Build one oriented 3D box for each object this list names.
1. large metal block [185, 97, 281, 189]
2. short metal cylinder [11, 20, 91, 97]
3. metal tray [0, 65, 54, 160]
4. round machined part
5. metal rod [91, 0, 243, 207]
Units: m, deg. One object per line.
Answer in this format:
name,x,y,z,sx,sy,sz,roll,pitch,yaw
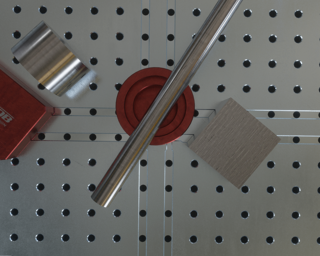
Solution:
large metal block,0.091,0.019,0.402,0.080,0.050,0.080,40,90,0
short metal cylinder,-0.133,-0.085,0.385,0.050,0.080,0.080,-43,90,0
metal tray,-0.221,-0.031,0.409,0.130,0.030,0.090,39,90,0
round machined part,-0.006,-0.027,0.405,0.099,0.042,0.097,0,90,0
metal rod,0.010,-0.038,0.371,0.025,0.025,0.299,33,90,0
